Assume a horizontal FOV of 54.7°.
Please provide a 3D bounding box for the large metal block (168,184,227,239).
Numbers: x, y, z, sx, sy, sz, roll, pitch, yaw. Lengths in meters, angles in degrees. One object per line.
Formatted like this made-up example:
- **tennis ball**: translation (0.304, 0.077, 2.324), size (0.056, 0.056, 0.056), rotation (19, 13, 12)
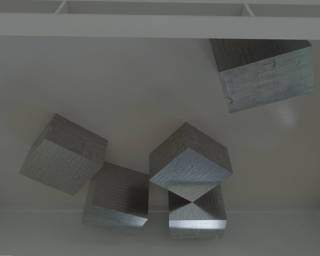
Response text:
- **large metal block**: translation (0.053, 0.121, 0.476), size (0.081, 0.080, 0.050), rotation (0, 130, 0)

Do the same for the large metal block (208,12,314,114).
- **large metal block**: translation (0.099, -0.068, 0.316), size (0.080, 0.080, 0.050), rotation (-15, 129, 12)

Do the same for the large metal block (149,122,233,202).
- **large metal block**: translation (0.041, 0.050, 0.435), size (0.080, 0.050, 0.080), rotation (31, 123, -24)

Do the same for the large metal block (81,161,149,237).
- **large metal block**: translation (-0.064, 0.104, 0.461), size (0.080, 0.080, 0.050), rotation (20, 127, -16)

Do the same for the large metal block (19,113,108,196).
- **large metal block**: translation (-0.130, 0.039, 0.424), size (0.080, 0.050, 0.080), rotation (31, 124, -24)
